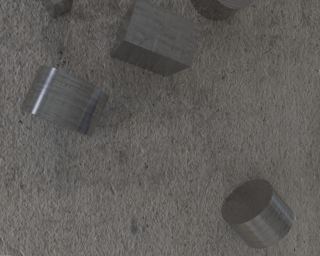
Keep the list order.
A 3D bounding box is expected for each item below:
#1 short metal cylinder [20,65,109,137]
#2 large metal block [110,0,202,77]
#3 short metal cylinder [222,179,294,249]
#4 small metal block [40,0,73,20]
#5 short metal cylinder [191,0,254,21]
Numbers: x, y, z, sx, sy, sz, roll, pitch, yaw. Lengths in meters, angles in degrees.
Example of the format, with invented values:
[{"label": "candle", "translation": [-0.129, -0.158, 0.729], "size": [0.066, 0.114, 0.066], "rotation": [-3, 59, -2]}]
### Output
[{"label": "short metal cylinder", "translation": [-0.104, -0.027, 0.342], "size": [0.080, 0.080, 0.050], "rotation": [24, 82, -19]}, {"label": "large metal block", "translation": [-0.008, -0.105, 0.377], "size": [0.081, 0.080, 0.050], "rotation": [17, 84, -19]}, {"label": "short metal cylinder", "translation": [0.134, 0.118, 0.430], "size": [0.080, 0.080, 0.050], "rotation": [-45, 104, -14]}, {"label": "small metal block", "translation": [-0.124, -0.158, 0.350], "size": [0.025, 0.050, 0.050], "rotation": [-36, 102, -16]}, {"label": "short metal cylinder", "translation": [0.087, -0.196, 0.428], "size": [0.081, 0.050, 0.080], "rotation": [0, 90, -20]}]
